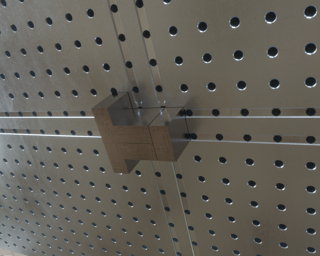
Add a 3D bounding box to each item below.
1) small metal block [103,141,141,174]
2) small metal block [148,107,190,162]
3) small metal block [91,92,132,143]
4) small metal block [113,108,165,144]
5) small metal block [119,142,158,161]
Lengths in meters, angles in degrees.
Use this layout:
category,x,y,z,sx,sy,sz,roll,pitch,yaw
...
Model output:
category,x,y,z,sx,sy,sz,roll,pitch,yaw
small metal block,-0.048,0.029,0.436,0.025,0.050,0.050,0,118,28
small metal block,0.013,0.007,0.390,0.025,0.050,0.050,0,118,28
small metal block,-0.060,-0.015,0.415,0.025,0.050,0.050,0,118,28
small metal block,-0.023,-0.004,0.403,0.050,0.050,0.025,0,118,28
small metal block,-0.018,0.018,0.413,0.050,0.050,0.025,0,118,28
